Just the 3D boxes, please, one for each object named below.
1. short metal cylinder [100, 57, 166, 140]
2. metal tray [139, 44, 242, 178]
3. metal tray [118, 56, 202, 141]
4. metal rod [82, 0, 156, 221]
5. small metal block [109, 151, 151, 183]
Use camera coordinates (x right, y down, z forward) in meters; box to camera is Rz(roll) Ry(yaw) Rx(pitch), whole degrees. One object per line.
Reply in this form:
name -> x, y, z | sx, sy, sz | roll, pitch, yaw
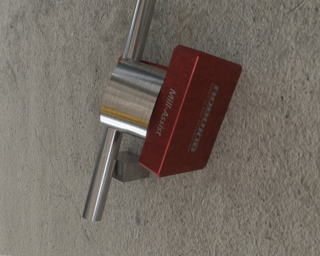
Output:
short metal cylinder -> -0.025, -0.032, 0.342 | 0.050, 0.080, 0.079 | 19, 105, 4
metal tray -> 0.035, -0.015, 0.334 | 0.030, 0.091, 0.129 | 29, 108, 36
metal tray -> -0.010, -0.039, 0.409 | 0.130, 0.030, 0.089 | 23, 105, 37
metal rod -> -0.051, -0.030, 0.395 | 0.025, 0.025, 0.298 | 14, 90, 39
small metal block -> -0.047, 0.052, 0.427 | 0.050, 0.050, 0.025 | 17, 101, 38
